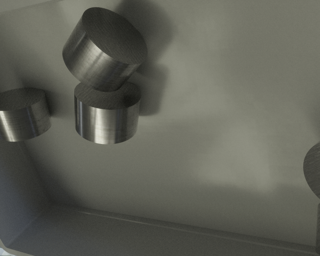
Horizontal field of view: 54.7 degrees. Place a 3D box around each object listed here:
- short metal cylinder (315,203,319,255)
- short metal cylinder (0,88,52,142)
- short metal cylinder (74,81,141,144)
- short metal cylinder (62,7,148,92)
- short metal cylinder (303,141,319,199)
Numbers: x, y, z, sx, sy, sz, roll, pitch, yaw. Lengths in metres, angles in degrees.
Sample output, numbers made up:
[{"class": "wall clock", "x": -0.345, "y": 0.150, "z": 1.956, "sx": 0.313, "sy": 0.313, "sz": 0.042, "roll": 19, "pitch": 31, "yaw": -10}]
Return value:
[{"class": "short metal cylinder", "x": 0.212, "y": 0.114, "z": 0.331, "sx": 0.080, "sy": 0.050, "sz": 0.080, "roll": 14, "pitch": 152, "yaw": 8}, {"class": "short metal cylinder", "x": -0.210, "y": -0.022, "z": 0.468, "sx": 0.080, "sy": 0.080, "sz": 0.050, "roll": 11, "pitch": 123, "yaw": 22}, {"class": "short metal cylinder", "x": -0.066, "y": -0.024, "z": 0.392, "sx": 0.080, "sy": 0.080, "sz": 0.050, "roll": 21, "pitch": 126, "yaw": 15}, {"class": "short metal cylinder", "x": -0.061, "y": -0.088, "z": 0.350, "sx": 0.080, "sy": 0.080, "sz": 0.050, "roll": 46, "pitch": 129, "yaw": -4}, {"class": "short metal cylinder", "x": 0.190, "y": 0.037, "z": 0.298, "sx": 0.080, "sy": 0.050, "sz": 0.079, "roll": 31, "pitch": 134, "yaw": 38}]
